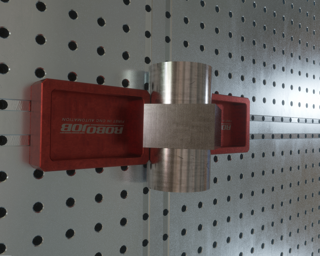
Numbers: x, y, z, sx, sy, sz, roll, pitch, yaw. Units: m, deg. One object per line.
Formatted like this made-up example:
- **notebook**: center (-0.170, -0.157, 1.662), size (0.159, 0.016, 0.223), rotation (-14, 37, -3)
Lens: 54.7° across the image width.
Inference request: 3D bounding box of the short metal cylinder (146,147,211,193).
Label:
- **short metal cylinder**: center (0.023, 0.049, 0.393), size (0.081, 0.080, 0.050), rotation (2, 89, -40)

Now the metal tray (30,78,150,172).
- **metal tray**: center (-0.072, -0.002, 0.345), size (0.131, 0.030, 0.089), rotation (1, 89, -40)

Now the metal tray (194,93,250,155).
- **metal tray**: center (0.089, -0.006, 0.480), size (0.131, 0.030, 0.089), rotation (1, 89, -40)

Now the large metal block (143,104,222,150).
- **large metal block**: center (0.031, -0.001, 0.380), size (0.080, 0.080, 0.050), rotation (7, 85, -74)

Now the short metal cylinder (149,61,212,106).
- **short metal cylinder**: center (0.025, -0.051, 0.394), size (0.081, 0.080, 0.050), rotation (2, 89, -40)
